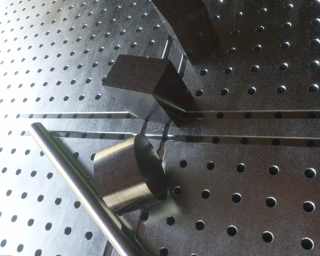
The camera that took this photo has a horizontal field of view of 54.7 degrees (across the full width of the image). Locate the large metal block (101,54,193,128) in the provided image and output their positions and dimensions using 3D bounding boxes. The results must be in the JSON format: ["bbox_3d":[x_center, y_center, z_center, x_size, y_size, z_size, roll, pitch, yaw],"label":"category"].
[{"bbox_3d":[-0.015,-0.049,0.409,0.080,0.080,0.050,14,69,33],"label":"large metal block"}]

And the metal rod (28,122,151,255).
[{"bbox_3d":[-0.112,0.073,0.419,0.025,0.025,0.300,-48,52,-6],"label":"metal rod"}]

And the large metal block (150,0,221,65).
[{"bbox_3d":[0.037,-0.152,0.446,0.050,0.080,0.080,-33,52,7],"label":"large metal block"}]

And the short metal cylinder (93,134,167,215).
[{"bbox_3d":[-0.032,0.053,0.356,0.050,0.080,0.080,-23,54,14],"label":"short metal cylinder"}]
